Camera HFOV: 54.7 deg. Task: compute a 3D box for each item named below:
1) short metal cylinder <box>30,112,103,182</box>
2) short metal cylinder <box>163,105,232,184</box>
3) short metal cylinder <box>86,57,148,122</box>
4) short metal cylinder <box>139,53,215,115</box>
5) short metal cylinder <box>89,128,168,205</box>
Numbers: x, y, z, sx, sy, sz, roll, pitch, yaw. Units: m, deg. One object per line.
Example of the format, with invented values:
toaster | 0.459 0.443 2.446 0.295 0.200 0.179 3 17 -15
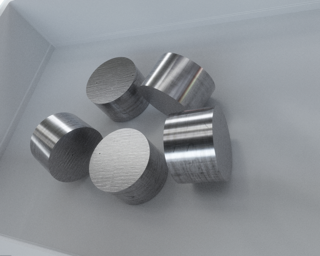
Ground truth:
short metal cylinder | -0.123 0.025 0.415 0.050 0.080 0.080 30 78 37
short metal cylinder | 0.043 0.019 0.333 0.050 0.080 0.080 -9 58 23
short metal cylinder | -0.059 -0.056 0.451 0.080 0.050 0.080 -13 56 20
short metal cylinder | 0.021 -0.048 0.387 0.080 0.080 0.050 24 75 36
short metal cylinder | -0.038 0.047 0.377 0.080 0.050 0.080 -13 56 20
